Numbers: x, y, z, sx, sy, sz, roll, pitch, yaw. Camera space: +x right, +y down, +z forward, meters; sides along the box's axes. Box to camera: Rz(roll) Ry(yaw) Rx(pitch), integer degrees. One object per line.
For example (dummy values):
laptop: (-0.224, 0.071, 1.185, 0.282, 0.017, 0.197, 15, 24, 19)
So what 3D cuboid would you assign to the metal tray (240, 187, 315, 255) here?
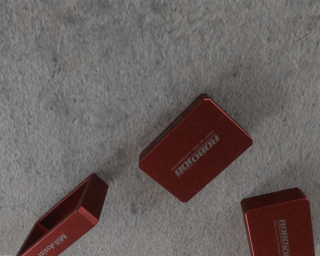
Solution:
metal tray: (0.180, 0.160, 0.469, 0.090, 0.030, 0.129, -14, 110, 4)

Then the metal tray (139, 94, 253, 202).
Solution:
metal tray: (0.046, 0.029, 0.419, 0.090, 0.030, 0.130, 41, 105, -14)

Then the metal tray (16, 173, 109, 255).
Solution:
metal tray: (-0.132, 0.129, 0.420, 0.130, 0.090, 0.030, -40, 106, 13)
